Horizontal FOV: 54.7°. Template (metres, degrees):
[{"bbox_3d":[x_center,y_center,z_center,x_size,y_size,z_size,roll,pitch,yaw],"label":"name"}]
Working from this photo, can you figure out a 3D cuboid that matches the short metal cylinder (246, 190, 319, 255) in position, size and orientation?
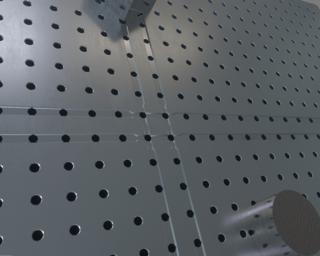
[{"bbox_3d":[0.161,0.127,0.401,0.081,0.050,0.080,14,56,-21],"label":"short metal cylinder"}]

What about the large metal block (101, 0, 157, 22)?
[{"bbox_3d":[-0.054,-0.230,0.503,0.080,0.050,0.080,44,51,2],"label":"large metal block"}]
